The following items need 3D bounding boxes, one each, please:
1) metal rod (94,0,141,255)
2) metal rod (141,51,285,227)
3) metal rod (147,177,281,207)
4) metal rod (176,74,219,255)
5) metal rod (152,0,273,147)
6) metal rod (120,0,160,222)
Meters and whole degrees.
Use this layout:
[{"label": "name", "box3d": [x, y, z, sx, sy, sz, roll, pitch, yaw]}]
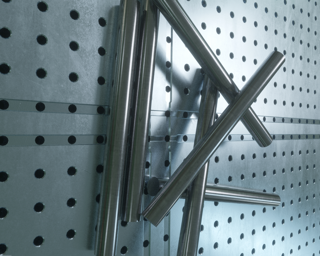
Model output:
[{"label": "metal rod", "box3d": [-0.049, -0.004, 0.366, 0.025, 0.025, 0.299, 9, 85, -40]}, {"label": "metal rod", "box3d": [0.081, 0.003, 0.417, 0.301, 0.025, 0.025, -49, 120, -17]}, {"label": "metal rod", "box3d": [0.105, 0.106, 0.495, 0.302, 0.025, 0.025, 15, 80, -39]}, {"label": "metal rod", "box3d": [0.055, 0.048, 0.427, 0.025, 0.025, 0.299, 27, 65, -37]}, {"label": "metal rod", "box3d": [0.083, -0.074, 0.439, 0.300, 0.025, 0.025, 47, 62, -28]}, {"label": "metal rod", "box3d": [-0.022, -0.037, 0.389, 0.025, 0.025, 0.299, 9, 84, -40]}]
